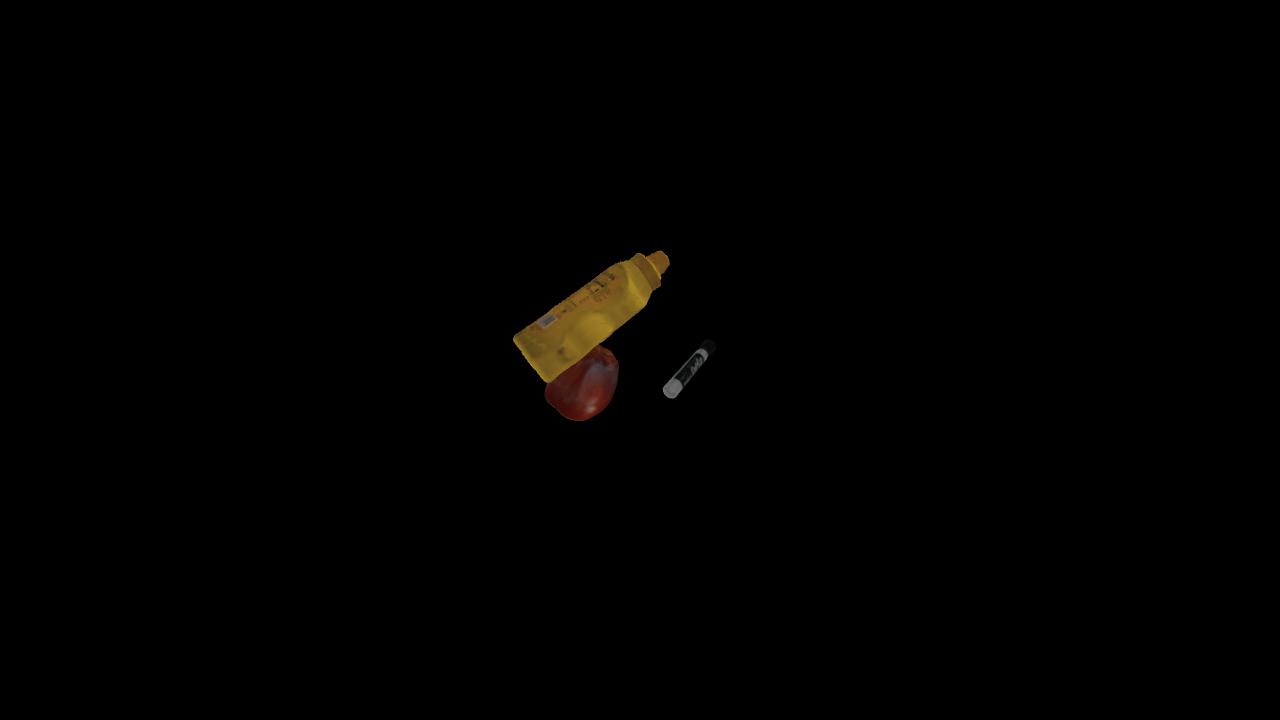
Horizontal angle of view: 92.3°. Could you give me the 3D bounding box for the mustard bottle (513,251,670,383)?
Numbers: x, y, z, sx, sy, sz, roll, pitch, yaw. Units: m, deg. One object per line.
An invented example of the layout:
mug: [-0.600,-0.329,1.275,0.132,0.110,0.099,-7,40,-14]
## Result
mustard bottle: [-0.044,-0.055,0.645,0.184,0.054,0.092,-38,23,-7]

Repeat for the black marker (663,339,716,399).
black marker: [0.063,0.008,0.749,0.020,0.020,0.121,0,29,33]

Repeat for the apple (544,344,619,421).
apple: [-0.063,0.026,0.698,0.079,0.093,0.079,27,20,-11]
